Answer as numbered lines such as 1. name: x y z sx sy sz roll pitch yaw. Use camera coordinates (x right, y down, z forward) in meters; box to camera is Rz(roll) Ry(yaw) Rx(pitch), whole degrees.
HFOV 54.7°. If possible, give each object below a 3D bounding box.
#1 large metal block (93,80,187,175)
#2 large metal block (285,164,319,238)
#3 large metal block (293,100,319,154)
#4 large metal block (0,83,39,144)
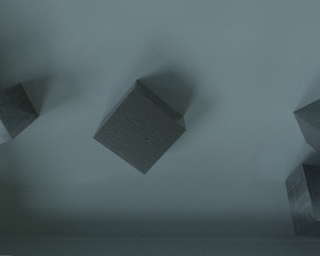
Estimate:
1. large metal block: -0.025 -0.002 0.397 0.080 0.050 0.080 38 105 -13
2. large metal block: 0.224 0.100 0.415 0.081 0.080 0.050 9 141 -4
3. large metal block: 0.228 -0.005 0.383 0.080 0.080 0.050 -27 108 9
4. large metal block: -0.209 -0.010 0.376 0.080 0.080 0.050 -20 109 7
